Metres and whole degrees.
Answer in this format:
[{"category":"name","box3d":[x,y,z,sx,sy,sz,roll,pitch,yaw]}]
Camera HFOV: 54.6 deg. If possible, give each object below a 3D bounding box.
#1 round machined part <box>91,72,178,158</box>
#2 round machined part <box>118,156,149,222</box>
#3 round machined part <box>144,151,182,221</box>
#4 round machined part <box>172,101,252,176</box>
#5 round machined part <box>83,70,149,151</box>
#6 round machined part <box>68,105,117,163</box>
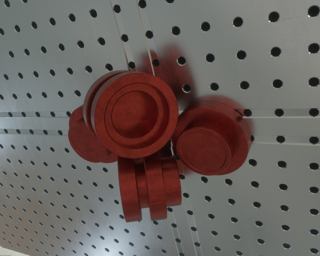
[{"category":"round machined part","box3d":[-0.032,-0.017,0.362,0.042,0.099,0.098,31,144,63]},{"category":"round machined part","box3d":[-0.030,0.075,0.421,0.042,0.098,0.097,-7,120,-4]},{"category":"round machined part","box3d":[0.003,0.073,0.420,0.042,0.098,0.097,-7,120,-4]},{"category":"round machined part","box3d":[0.059,0.019,0.382,0.098,0.042,0.097,13,124,21]},{"category":"round machined part","box3d":[-0.047,-0.024,0.390,0.042,0.099,0.098,31,144,63]},{"category":"round machined part","box3d":[-0.095,0.012,0.458,0.098,0.042,0.097,13,124,21]}]
